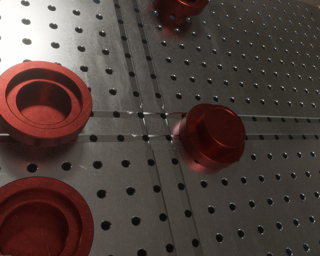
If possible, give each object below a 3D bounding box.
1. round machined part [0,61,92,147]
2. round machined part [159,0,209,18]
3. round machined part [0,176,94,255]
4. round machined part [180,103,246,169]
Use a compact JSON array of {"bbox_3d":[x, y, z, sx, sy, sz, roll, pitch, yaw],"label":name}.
[{"bbox_3d":[-0.129,-0.023,0.342,0.099,0.042,0.098,14,56,-21],"label":"round machined part"},{"bbox_3d":[0.037,-0.241,0.566,0.099,0.042,0.098,14,56,-21],"label":"round machined part"},{"bbox_3d":[-0.113,0.097,0.278,0.099,0.042,0.098,14,56,-21],"label":"round machined part"},{"bbox_3d":[0.081,0.006,0.439,0.099,0.042,0.098,14,56,-21],"label":"round machined part"}]
